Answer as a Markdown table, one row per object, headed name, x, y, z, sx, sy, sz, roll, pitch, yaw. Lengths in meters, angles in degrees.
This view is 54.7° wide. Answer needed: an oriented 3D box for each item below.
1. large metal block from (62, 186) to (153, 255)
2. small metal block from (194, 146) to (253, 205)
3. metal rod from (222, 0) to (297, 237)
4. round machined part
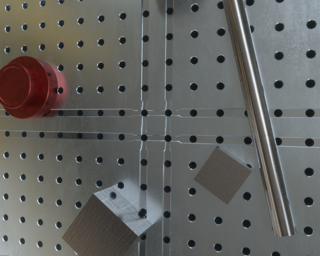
| name | x | y | z | sx | sy | sz | roll | pitch | yaw |
| --- | --- | --- | --- | --- | --- | --- | --- | --- | --- |
| large metal block | -0.071 | 0.141 | 0.423 | 0.080 | 0.050 | 0.080 | 39 | 102 | 15 |
| small metal block | 0.079 | 0.057 | 0.384 | 0.050 | 0.025 | 0.050 | 36 | 101 | 16 |
| metal rod | 0.116 | -0.024 | 0.371 | 0.025 | 0.025 | 0.298 | -13 | 86 | 19 |
| round machined part | -0.212 | -0.062 | 0.476 | 0.098 | 0.042 | 0.097 | 0 | 90 | 19 |
